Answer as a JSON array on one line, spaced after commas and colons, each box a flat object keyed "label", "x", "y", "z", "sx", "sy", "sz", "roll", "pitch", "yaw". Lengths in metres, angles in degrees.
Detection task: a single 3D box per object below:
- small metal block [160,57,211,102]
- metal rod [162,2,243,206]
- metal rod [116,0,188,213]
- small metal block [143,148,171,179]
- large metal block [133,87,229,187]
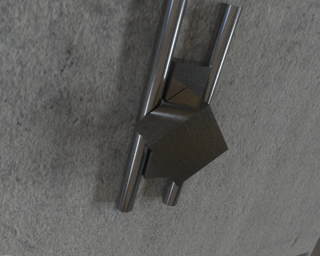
[{"label": "small metal block", "x": 0.030, "y": -0.059, "z": 0.388, "sx": 0.050, "sy": 0.025, "sz": 0.050, "roll": 1, "pitch": 118, "yaw": -29}, {"label": "metal rod", "x": 0.051, "y": -0.015, "z": 0.429, "sx": 0.025, "sy": 0.025, "sz": 0.298, "roll": 1, "pitch": 118, "yaw": -29}, {"label": "metal rod", "x": -0.016, "y": -0.016, "z": 0.392, "sx": 0.025, "sy": 0.025, "sz": 0.298, "roll": 1, "pitch": 118, "yaw": -29}, {"label": "small metal block", "x": 0.002, "y": 0.043, "z": 0.436, "sx": 0.050, "sy": 0.025, "sz": 0.050, "roll": 1, "pitch": 118, "yaw": -29}, {"label": "large metal block", "x": 0.027, "y": 0.012, "z": 0.381, "sx": 0.080, "sy": 0.050, "sz": 0.080, "roll": -35, "pitch": 129, "yaw": -5}]
